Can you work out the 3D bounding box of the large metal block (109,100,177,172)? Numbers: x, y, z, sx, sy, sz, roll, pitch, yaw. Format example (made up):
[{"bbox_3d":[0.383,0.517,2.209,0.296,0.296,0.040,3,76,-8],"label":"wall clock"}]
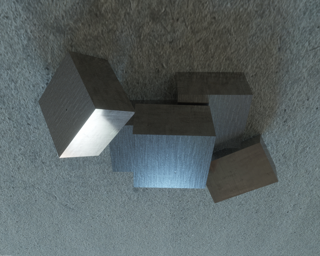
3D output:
[{"bbox_3d":[-0.021,0.011,0.399,0.081,0.050,0.079,0,130,-1],"label":"large metal block"}]

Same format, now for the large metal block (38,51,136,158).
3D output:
[{"bbox_3d":[-0.084,-0.024,0.342,0.050,0.080,0.080,2,140,-48],"label":"large metal block"}]

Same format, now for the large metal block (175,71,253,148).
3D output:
[{"bbox_3d":[0.059,-0.021,0.376,0.081,0.050,0.079,0,130,-1],"label":"large metal block"}]

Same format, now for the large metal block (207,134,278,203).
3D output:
[{"bbox_3d":[0.104,0.051,0.409,0.080,0.080,0.050,-25,88,19],"label":"large metal block"}]

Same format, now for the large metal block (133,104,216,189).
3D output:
[{"bbox_3d":[0.012,0.021,0.342,0.081,0.050,0.079,2,130,-2],"label":"large metal block"}]
